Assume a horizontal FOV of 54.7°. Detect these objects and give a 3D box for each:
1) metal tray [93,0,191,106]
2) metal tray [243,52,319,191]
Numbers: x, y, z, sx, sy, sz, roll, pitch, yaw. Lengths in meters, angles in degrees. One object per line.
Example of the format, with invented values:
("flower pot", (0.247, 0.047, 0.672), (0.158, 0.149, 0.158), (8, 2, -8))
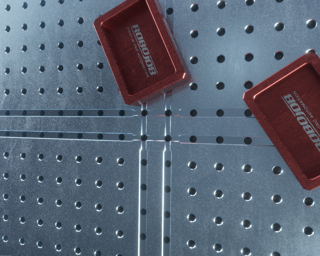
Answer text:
("metal tray", (-0.025, -0.105, 0.417), (0.090, 0.030, 0.129), (-25, 82, 18))
("metal tray", (0.168, -0.008, 0.350), (0.090, 0.030, 0.130), (-34, 79, 16))
